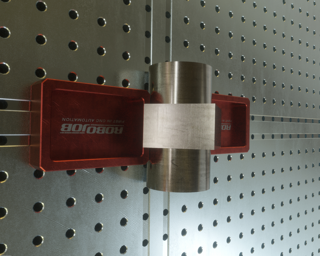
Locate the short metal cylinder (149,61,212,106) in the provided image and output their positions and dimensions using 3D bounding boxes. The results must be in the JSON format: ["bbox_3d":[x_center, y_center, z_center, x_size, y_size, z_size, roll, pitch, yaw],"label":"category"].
[{"bbox_3d":[0.025,-0.051,0.394,0.081,0.080,0.050,2,89,-40],"label":"short metal cylinder"}]

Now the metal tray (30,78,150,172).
[{"bbox_3d":[-0.072,-0.002,0.345,0.131,0.030,0.089,1,89,-40],"label":"metal tray"}]

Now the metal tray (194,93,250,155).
[{"bbox_3d":[0.089,-0.006,0.480,0.131,0.030,0.089,1,89,-40],"label":"metal tray"}]

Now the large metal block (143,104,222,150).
[{"bbox_3d":[0.031,-0.001,0.380,0.080,0.080,0.050,7,85,-74],"label":"large metal block"}]

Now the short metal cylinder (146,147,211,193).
[{"bbox_3d":[0.023,0.049,0.393,0.081,0.080,0.050,2,89,-40],"label":"short metal cylinder"}]
